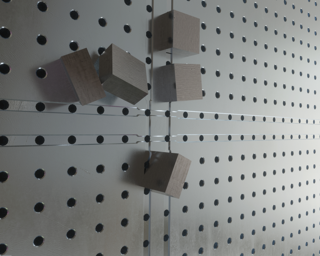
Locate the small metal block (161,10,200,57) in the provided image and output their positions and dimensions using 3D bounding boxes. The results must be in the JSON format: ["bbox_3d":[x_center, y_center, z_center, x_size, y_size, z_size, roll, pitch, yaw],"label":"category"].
[{"bbox_3d":[0.029,-0.130,0.432,0.050,0.025,0.050,1,89,-40],"label":"small metal block"}]

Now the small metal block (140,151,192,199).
[{"bbox_3d":[0.007,0.059,0.398,0.025,0.050,0.050,32,70,-36],"label":"small metal block"}]

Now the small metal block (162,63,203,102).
[{"bbox_3d":[0.032,-0.063,0.435,0.050,0.025,0.050,-8,95,-40],"label":"small metal block"}]

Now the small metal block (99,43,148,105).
[{"bbox_3d":[-0.042,-0.062,0.358,0.050,0.025,0.050,26,43,-37],"label":"small metal block"}]

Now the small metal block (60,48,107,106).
[{"bbox_3d":[-0.081,-0.053,0.321,0.025,0.050,0.050,-24,107,-14],"label":"small metal block"}]
